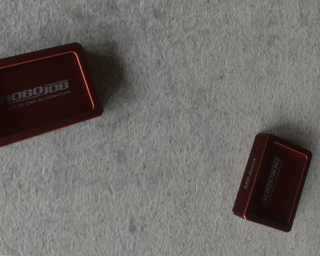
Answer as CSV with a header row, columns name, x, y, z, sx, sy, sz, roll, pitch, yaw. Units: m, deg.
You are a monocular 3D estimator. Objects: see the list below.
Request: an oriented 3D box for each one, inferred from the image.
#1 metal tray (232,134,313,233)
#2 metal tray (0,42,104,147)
name,x,y,z,sx,sy,sz,roll,pitch,yaw
metal tray,0.173,0.083,0.472,0.091,0.030,0.129,22,83,-19
metal tray,-0.142,-0.038,0.354,0.131,0.030,0.089,-19,97,-19
